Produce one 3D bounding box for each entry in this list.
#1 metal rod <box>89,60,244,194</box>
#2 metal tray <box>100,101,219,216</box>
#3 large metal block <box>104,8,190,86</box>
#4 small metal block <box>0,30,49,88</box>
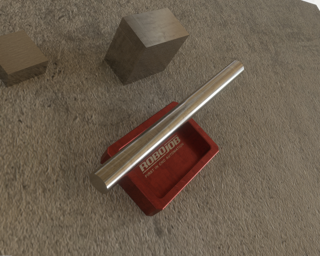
[{"bbox_3d":[0.031,-0.021,0.395,0.025,0.025,0.302,47,51,4],"label":"metal rod"},{"bbox_3d":[0.004,0.032,0.384,0.090,0.030,0.131,48,51,5],"label":"metal tray"},{"bbox_3d":[-0.020,-0.112,0.428,0.081,0.080,0.050,-28,78,-38],"label":"large metal block"},{"bbox_3d":[-0.170,-0.082,0.363,0.050,0.025,0.050,-35,81,-39],"label":"small metal block"}]
